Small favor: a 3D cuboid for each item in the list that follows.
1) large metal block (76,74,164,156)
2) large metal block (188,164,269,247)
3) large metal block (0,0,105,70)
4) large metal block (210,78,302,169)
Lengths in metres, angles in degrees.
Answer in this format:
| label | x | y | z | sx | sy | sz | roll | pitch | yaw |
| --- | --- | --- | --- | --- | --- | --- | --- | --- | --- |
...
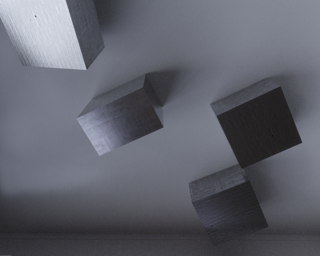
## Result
| label | x | y | z | sx | sy | sz | roll | pitch | yaw |
| --- | --- | --- | --- | --- | --- | --- | --- | --- | --- |
| large metal block | -0.043 | -0.019 | 0.374 | 0.080 | 0.080 | 0.050 | -24 | 109 | 8 |
| large metal block | 0.095 | 0.108 | 0.439 | 0.080 | 0.050 | 0.080 | -23 | 109 | 8 |
| large metal block | -0.114 | -0.112 | 0.330 | 0.080 | 0.050 | 0.080 | 6 | 134 | 15 |
| large metal block | 0.121 | -0.007 | 0.397 | 0.080 | 0.050 | 0.080 | -26 | 108 | 8 |
